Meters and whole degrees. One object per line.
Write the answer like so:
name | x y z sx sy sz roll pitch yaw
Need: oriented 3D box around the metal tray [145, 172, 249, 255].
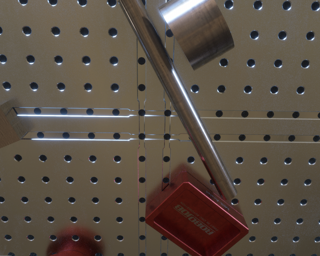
metal tray | 0.054 0.137 0.462 0.130 0.030 0.090 40 105 -14

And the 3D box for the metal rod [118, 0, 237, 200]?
metal rod | 0.031 -0.028 0.403 0.025 0.025 0.299 -26 108 9

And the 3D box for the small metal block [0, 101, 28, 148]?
small metal block | -0.215 -0.001 0.410 0.050 0.025 0.050 -22 109 7

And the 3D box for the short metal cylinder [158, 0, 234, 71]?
short metal cylinder | 0.040 -0.111 0.344 0.050 0.080 0.080 -29 108 10

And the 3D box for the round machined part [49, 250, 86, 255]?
round machined part | -0.145 0.235 0.489 0.099 0.042 0.097 0 110 -1
